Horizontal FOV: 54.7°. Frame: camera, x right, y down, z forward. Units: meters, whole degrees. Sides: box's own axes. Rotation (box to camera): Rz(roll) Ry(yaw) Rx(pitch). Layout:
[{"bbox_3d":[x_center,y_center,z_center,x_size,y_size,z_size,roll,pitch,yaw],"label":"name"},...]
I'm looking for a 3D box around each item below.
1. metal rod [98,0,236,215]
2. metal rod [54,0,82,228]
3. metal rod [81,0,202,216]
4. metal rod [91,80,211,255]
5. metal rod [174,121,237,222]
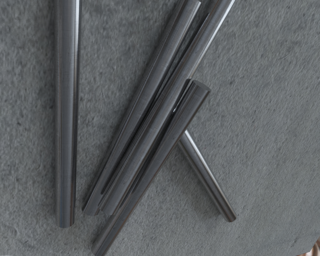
[{"bbox_3d":[0.006,-0.027,0.372,0.025,0.025,0.299,24,98,-37],"label":"metal rod"},{"bbox_3d":[-0.105,-0.005,0.346,0.025,0.025,0.298,-5,121,-26],"label":"metal rod"},{"bbox_3d":[-0.030,-0.015,0.382,0.025,0.025,0.298,15,110,-35],"label":"metal rod"},{"bbox_3d":[-0.022,0.069,0.418,0.025,0.025,0.298,15,117,-35],"label":"metal rod"},{"bbox_3d":[0.069,0.070,0.490,0.025,0.025,0.299,-37,130,-4],"label":"metal rod"}]
